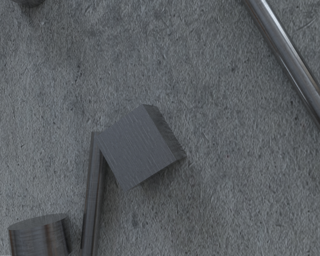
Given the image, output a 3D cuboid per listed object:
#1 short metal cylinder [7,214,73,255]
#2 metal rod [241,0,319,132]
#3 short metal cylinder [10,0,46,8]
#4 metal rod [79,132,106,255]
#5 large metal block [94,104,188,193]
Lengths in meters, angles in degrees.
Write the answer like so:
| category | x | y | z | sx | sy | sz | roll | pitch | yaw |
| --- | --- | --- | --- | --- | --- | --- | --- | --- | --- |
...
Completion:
| category | x | y | z | sx | sy | sz | roll | pitch | yaw |
| --- | --- | --- | --- | --- | --- | --- | --- | --- | --- |
| short metal cylinder | -0.169 | 0.157 | 0.439 | 0.080 | 0.080 | 0.050 | -10 | 87 | 19 |
| metal rod | 0.156 | -0.066 | 0.353 | 0.025 | 0.025 | 0.299 | -30 | 81 | 17 |
| short metal cylinder | -0.212 | -0.232 | 0.470 | 0.080 | 0.050 | 0.080 | 0 | 90 | 20 |
| metal rod | -0.100 | 0.154 | 0.444 | 0.025 | 0.025 | 0.298 | 7 | 92 | 20 |
| large metal block | -0.024 | 0.025 | 0.404 | 0.080 | 0.050 | 0.080 | -34 | 79 | 16 |
